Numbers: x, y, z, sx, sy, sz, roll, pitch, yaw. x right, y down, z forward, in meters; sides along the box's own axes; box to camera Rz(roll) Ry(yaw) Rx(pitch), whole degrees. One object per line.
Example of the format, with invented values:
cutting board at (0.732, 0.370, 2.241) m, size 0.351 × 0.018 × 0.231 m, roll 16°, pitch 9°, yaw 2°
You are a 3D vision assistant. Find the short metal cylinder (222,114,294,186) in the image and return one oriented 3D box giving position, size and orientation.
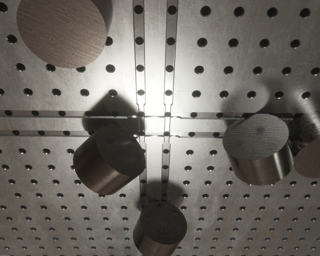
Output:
short metal cylinder at (0.127, 0.027, 0.401) m, size 0.080 × 0.080 × 0.050 m, roll -17°, pitch 128°, yaw 14°

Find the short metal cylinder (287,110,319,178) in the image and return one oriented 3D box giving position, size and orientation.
short metal cylinder at (0.214, 0.023, 0.418) m, size 0.081 × 0.050 × 0.079 m, roll 0°, pitch 130°, yaw 0°

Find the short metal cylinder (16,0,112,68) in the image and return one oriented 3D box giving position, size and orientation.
short metal cylinder at (-0.090, -0.106, 0.304) m, size 0.081 × 0.050 × 0.079 m, roll -1°, pitch 130°, yaw 0°

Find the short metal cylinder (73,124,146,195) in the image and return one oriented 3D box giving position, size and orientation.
short metal cylinder at (-0.066, 0.041, 0.410) m, size 0.080 × 0.080 × 0.050 m, roll 35°, pitch 122°, yaw -26°

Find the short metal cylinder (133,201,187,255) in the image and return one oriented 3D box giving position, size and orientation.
short metal cylinder at (-0.001, 0.171, 0.522) m, size 0.081 × 0.080 × 0.050 m, roll 13°, pitch 129°, yaw -11°
